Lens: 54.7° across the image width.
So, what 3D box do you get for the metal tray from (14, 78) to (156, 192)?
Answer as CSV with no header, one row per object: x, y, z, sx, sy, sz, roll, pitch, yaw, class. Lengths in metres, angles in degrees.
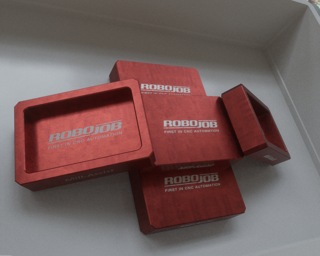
-0.077,0.006,0.316,0.131,0.030,0.090,-12,66,-2,metal tray

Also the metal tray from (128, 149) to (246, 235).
0.033,0.070,0.373,0.131,0.030,0.090,0,62,-29,metal tray

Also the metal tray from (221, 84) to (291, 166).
0.137,0.000,0.434,0.131,0.030,0.090,20,49,-54,metal tray

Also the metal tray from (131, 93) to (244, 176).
0.031,0.005,0.375,0.131,0.030,0.090,-1,62,-29,metal tray

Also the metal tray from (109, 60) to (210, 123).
0.003,-0.043,0.427,0.131,0.030,0.090,0,62,-29,metal tray
